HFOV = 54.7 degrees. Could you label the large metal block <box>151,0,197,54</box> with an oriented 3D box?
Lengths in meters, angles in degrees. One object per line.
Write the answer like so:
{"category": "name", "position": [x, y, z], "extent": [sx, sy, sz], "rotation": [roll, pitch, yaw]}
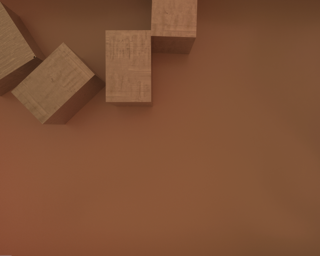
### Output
{"category": "large metal block", "position": [0.016, -0.141, 0.384], "extent": [0.050, 0.080, 0.080], "rotation": [2, 90, 0]}

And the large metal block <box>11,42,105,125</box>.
{"category": "large metal block", "position": [-0.119, -0.050, 0.383], "extent": [0.080, 0.080, 0.050], "rotation": [-44, 90, 0]}

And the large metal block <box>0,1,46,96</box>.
{"category": "large metal block", "position": [-0.205, -0.098, 0.397], "extent": [0.080, 0.050, 0.080], "rotation": [-33, 90, 0]}

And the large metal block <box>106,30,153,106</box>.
{"category": "large metal block", "position": [-0.035, -0.069, 0.383], "extent": [0.050, 0.080, 0.080], "rotation": [0, 90, 0]}
